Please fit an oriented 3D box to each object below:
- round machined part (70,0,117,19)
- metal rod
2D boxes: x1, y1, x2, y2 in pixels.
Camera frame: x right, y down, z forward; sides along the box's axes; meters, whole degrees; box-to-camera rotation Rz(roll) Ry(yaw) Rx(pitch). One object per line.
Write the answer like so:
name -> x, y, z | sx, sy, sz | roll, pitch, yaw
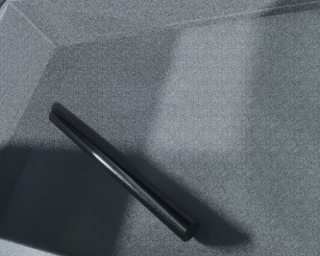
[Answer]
round machined part -> -0.126, -0.260, 0.620 | 0.098, 0.042, 0.098 | -13, 56, 20
metal rod -> -0.068, 0.044, 0.412 | 0.300, 0.025, 0.025 | 32, 80, 37
